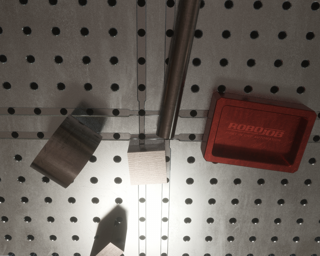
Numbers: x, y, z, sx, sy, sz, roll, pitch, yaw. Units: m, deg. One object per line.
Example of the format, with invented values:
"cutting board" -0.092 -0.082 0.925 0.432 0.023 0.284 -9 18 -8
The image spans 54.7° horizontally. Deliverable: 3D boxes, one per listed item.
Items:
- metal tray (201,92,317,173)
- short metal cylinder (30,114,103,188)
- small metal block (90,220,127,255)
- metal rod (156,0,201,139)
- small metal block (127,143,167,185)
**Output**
"metal tray" 0.128 0.007 0.415 0.131 0.030 0.089 8 110 -4
"short metal cylinder" -0.118 0.029 0.393 0.050 0.080 0.080 37 106 -13
"small metal block" -0.077 0.176 0.464 0.025 0.050 0.050 42 105 -14
"metal rod" 0.032 -0.128 0.366 0.025 0.025 0.298 9 110 -4
"small metal block" -0.017 0.050 0.432 0.050 0.025 0.050 -4 110 1
